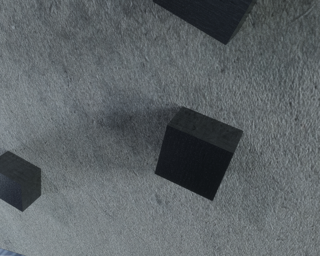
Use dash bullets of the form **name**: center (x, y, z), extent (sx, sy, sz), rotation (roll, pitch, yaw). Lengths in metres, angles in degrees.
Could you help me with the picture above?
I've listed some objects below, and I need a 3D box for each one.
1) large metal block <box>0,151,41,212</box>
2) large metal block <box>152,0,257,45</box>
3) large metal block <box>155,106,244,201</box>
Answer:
- **large metal block**: center (-0.282, 0.104, 0.604), extent (0.080, 0.050, 0.079), rotation (26, 128, 12)
- **large metal block**: center (0.052, -0.136, 0.279), extent (0.080, 0.050, 0.079), rotation (33, 129, 6)
- **large metal block**: center (0.047, 0.031, 0.385), extent (0.080, 0.050, 0.079), rotation (24, 127, 13)
